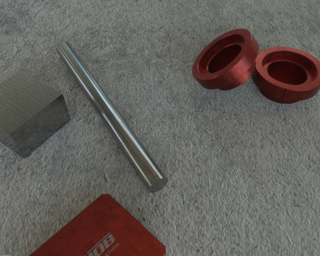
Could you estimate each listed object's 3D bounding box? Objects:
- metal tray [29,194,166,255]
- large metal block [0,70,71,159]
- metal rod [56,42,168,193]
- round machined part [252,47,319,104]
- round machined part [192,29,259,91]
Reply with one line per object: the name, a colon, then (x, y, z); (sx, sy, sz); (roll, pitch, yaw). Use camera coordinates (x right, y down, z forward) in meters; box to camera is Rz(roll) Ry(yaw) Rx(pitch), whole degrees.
metal tray: (-0.069, 0.135, 0.286); (0.090, 0.030, 0.131); (36, 58, 26)
large metal block: (-0.179, -0.019, 0.402); (0.080, 0.050, 0.080); (28, 55, 21)
metal rod: (-0.080, -0.033, 0.430); (0.025, 0.025, 0.300); (-25, 55, -20)
round machined part: (0.184, -0.073, 0.455); (0.099, 0.042, 0.098); (0, 50, 0)
round machined part: (0.099, -0.093, 0.450); (0.098, 0.042, 0.098); (-32, 34, 25)
